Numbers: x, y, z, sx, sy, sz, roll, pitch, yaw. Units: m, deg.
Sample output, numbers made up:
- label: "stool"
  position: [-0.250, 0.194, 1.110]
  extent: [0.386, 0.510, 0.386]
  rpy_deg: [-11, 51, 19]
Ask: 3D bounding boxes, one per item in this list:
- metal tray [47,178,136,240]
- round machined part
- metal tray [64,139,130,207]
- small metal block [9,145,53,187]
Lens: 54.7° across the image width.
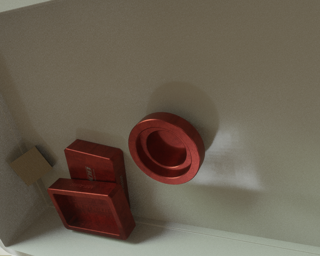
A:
- label: "metal tray"
  position: [-0.111, 0.129, 0.502]
  extent: [0.130, 0.030, 0.089]
  rpy_deg: [-1, 118, 28]
- label: "round machined part"
  position: [0.012, 0.022, 0.404]
  extent: [0.098, 0.042, 0.097]
  rpy_deg: [13, 124, 20]
- label: "metal tray"
  position: [-0.101, 0.087, 0.510]
  extent: [0.090, 0.030, 0.129]
  rpy_deg: [10, 123, 22]
- label: "small metal block"
  position: [-0.226, 0.066, 0.547]
  extent: [0.050, 0.050, 0.025]
  rpy_deg: [55, 165, -12]
